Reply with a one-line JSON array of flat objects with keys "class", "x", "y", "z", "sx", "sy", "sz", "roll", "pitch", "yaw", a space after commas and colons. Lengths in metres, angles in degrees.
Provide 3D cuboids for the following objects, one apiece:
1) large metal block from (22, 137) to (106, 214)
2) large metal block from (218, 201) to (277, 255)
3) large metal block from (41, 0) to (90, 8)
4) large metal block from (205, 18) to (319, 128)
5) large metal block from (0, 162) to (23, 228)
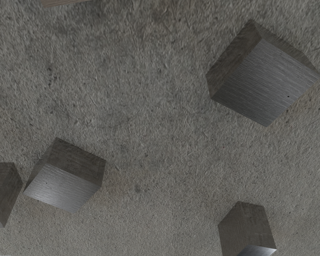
[{"class": "large metal block", "x": -0.137, "y": 0.071, "z": 0.450, "sx": 0.080, "sy": 0.050, "sz": 0.080, "roll": 30, "pitch": 124, "yaw": -23}, {"class": "large metal block", "x": 0.145, "y": 0.186, "z": 0.531, "sx": 0.050, "sy": 0.080, "sz": 0.079, "roll": 15, "pitch": 129, "yaw": -12}, {"class": "large metal block", "x": -0.068, "y": -0.155, "z": 0.258, "sx": 0.080, "sy": 0.050, "sz": 0.080, "roll": -7, "pitch": 130, "yaw": 6}, {"class": "large metal block", "x": 0.109, "y": -0.058, "z": 0.342, "sx": 0.080, "sy": 0.050, "sz": 0.080, "roll": 24, "pitch": 126, "yaw": -20}, {"class": "large metal block", "x": -0.260, "y": 0.097, "z": 0.451, "sx": 0.081, "sy": 0.080, "sz": 0.050, "roll": -1, "pitch": 130, "yaw": 0}]
